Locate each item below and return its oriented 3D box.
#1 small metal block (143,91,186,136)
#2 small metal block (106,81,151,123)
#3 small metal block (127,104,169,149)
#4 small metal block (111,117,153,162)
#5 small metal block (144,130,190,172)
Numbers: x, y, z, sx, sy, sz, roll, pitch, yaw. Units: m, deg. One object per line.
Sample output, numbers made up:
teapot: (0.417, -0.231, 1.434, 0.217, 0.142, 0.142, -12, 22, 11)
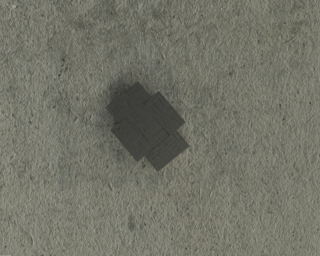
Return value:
small metal block: (0.005, -0.018, 0.398, 0.025, 0.050, 0.050, -41, 91, 0)
small metal block: (-0.038, -0.031, 0.398, 0.050, 0.050, 0.025, -39, 90, 0)
small metal block: (-0.014, -0.002, 0.398, 0.025, 0.050, 0.050, -40, 91, 0)
small metal block: (-0.034, 0.014, 0.398, 0.025, 0.050, 0.050, -40, 91, 0)
small metal block: (0.009, 0.028, 0.398, 0.050, 0.050, 0.025, -39, 90, 0)
